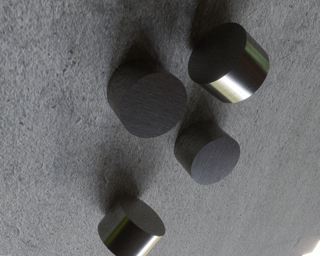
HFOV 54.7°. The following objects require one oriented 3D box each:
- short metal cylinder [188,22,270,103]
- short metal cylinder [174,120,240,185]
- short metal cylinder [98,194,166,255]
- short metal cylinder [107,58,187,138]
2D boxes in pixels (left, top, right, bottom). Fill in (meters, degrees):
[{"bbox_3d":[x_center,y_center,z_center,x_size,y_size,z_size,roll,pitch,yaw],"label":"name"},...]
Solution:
[{"bbox_3d":[0.080,-0.076,0.368,0.050,0.080,0.080,29,102,-38],"label":"short metal cylinder"},{"bbox_3d":[0.068,0.035,0.449,0.081,0.050,0.079,-14,124,-21],"label":"short metal cylinder"},{"bbox_3d":[-0.039,0.140,0.436,0.080,0.080,0.050,32,101,-38],"label":"short metal cylinder"},{"bbox_3d":[-0.016,-0.035,0.360,0.081,0.050,0.079,-14,124,-21],"label":"short metal cylinder"}]
